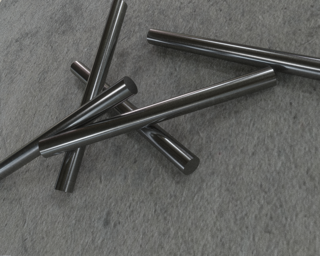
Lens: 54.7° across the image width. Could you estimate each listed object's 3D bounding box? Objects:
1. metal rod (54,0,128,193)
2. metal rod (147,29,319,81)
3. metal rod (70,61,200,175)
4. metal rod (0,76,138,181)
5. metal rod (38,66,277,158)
[{"bbox_3d":[-0.097,-0.056,0.455,0.025,0.025,0.299,5,74,30],"label":"metal rod"},{"bbox_3d":[0.100,-0.100,0.411,0.300,0.025,0.025,23,74,36],"label":"metal rod"},{"bbox_3d":[-0.054,-0.031,0.449,0.025,0.025,0.300,-47,52,-5],"label":"metal rod"},{"bbox_3d":[-0.154,0.015,0.433,0.300,0.025,0.025,-29,51,25],"label":"metal rod"},{"bbox_3d":[-0.008,-0.017,0.387,0.301,0.025,0.025,-17,54,6],"label":"metal rod"}]
